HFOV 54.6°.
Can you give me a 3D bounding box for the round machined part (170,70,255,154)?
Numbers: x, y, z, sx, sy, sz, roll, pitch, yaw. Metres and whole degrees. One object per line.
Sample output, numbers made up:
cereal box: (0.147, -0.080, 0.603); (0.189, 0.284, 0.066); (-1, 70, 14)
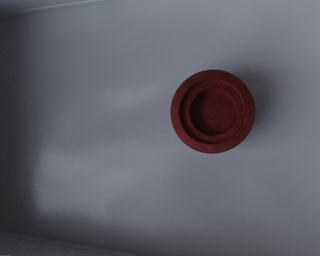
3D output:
round machined part: (0.066, -0.019, 0.378); (0.098, 0.042, 0.097); (0, 90, 20)
